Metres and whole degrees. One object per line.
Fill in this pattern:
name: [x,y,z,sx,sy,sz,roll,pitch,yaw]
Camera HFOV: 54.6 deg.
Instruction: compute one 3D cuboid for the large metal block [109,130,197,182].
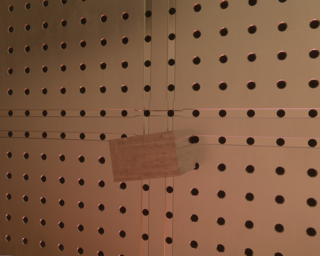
large metal block: [-0.006,0.033,0.386,0.080,0.080,0.050,-9,87,20]
